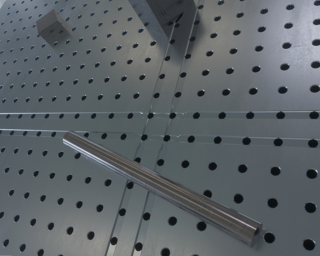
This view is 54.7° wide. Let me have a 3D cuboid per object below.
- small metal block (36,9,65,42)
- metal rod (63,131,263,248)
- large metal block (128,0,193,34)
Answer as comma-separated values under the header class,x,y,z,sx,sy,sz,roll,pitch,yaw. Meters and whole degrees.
class,x,y,z,sx,sy,sz,roll,pitch,yaw
small metal block,-0.237,-0.222,0.669,0.050,0.025,0.050,-32,52,7
metal rod,-0.022,0.059,0.383,0.300,0.025,0.025,21,73,35
large metal block,-0.001,-0.217,0.507,0.050,0.080,0.080,30,79,38
